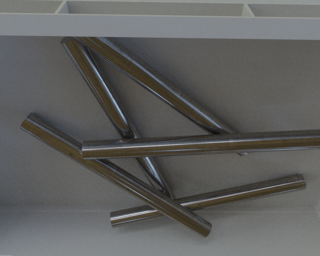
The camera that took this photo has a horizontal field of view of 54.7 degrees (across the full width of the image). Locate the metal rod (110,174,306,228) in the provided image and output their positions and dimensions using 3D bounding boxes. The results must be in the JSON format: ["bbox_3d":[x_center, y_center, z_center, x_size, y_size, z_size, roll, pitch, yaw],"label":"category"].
[{"bbox_3d":[0.074,0.113,0.482,0.302,0.025,0.025,-11,130,0],"label":"metal rod"}]

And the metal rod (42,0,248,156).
[{"bbox_3d":[0.007,-0.044,0.363,0.301,0.025,0.025,33,123,-28],"label":"metal rod"}]

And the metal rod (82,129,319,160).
[{"bbox_3d":[0.054,0.021,0.390,0.302,0.025,0.025,-3,130,3],"label":"metal rod"}]

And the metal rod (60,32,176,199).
[{"bbox_3d":[-0.040,0.010,0.417,0.025,0.025,0.299,-17,129,13],"label":"metal rod"}]

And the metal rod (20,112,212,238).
[{"bbox_3d":[-0.052,0.072,0.433,0.301,0.025,0.025,34,123,-13],"label":"metal rod"}]
